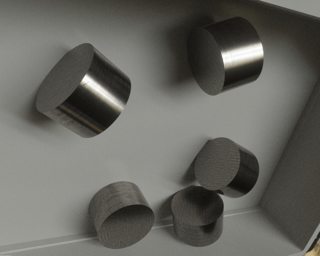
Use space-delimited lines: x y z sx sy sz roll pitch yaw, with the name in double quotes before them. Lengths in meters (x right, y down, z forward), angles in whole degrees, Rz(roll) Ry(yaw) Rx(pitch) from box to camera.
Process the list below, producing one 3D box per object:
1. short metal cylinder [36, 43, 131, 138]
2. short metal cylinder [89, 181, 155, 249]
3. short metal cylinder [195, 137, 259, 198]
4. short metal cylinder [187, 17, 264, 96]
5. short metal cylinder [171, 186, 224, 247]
"short metal cylinder" -0.076 -0.037 0.309 0.080 0.080 0.050 -47 129 5
"short metal cylinder" -0.054 0.123 0.438 0.081 0.050 0.079 -14 124 -21
"short metal cylinder" 0.099 0.060 0.464 0.050 0.080 0.080 27 103 -38
"short metal cylinder" 0.074 -0.083 0.361 0.050 0.080 0.080 -20 126 -17
"short metal cylinder" 0.060 0.138 0.491 0.081 0.080 0.050 -18 126 -18
